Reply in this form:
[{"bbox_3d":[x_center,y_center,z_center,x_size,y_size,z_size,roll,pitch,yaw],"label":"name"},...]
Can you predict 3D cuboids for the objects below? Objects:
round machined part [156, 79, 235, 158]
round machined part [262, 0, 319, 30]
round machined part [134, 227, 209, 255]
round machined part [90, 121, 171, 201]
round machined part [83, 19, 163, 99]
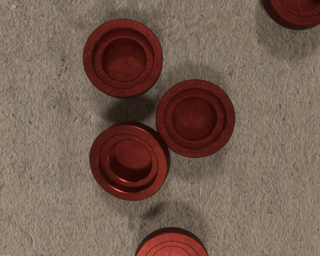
[{"bbox_3d":[0.044,-0.012,0.402,0.099,0.042,0.097,0,90,-1],"label":"round machined part"},{"bbox_3d":[0.181,-0.176,0.404,0.099,0.042,0.097,0,90,-1],"label":"round machined part"},{"bbox_3d":[0.015,0.177,0.402,0.099,0.042,0.097,0,90,-1],"label":"round machined part"},{"bbox_3d":[-0.035,0.038,0.391,0.098,0.042,0.097,3,105,12],"label":"round machined part"},{"bbox_3d":[-0.046,-0.086,0.401,0.099,0.042,0.097,0,90,-1],"label":"round machined part"}]
